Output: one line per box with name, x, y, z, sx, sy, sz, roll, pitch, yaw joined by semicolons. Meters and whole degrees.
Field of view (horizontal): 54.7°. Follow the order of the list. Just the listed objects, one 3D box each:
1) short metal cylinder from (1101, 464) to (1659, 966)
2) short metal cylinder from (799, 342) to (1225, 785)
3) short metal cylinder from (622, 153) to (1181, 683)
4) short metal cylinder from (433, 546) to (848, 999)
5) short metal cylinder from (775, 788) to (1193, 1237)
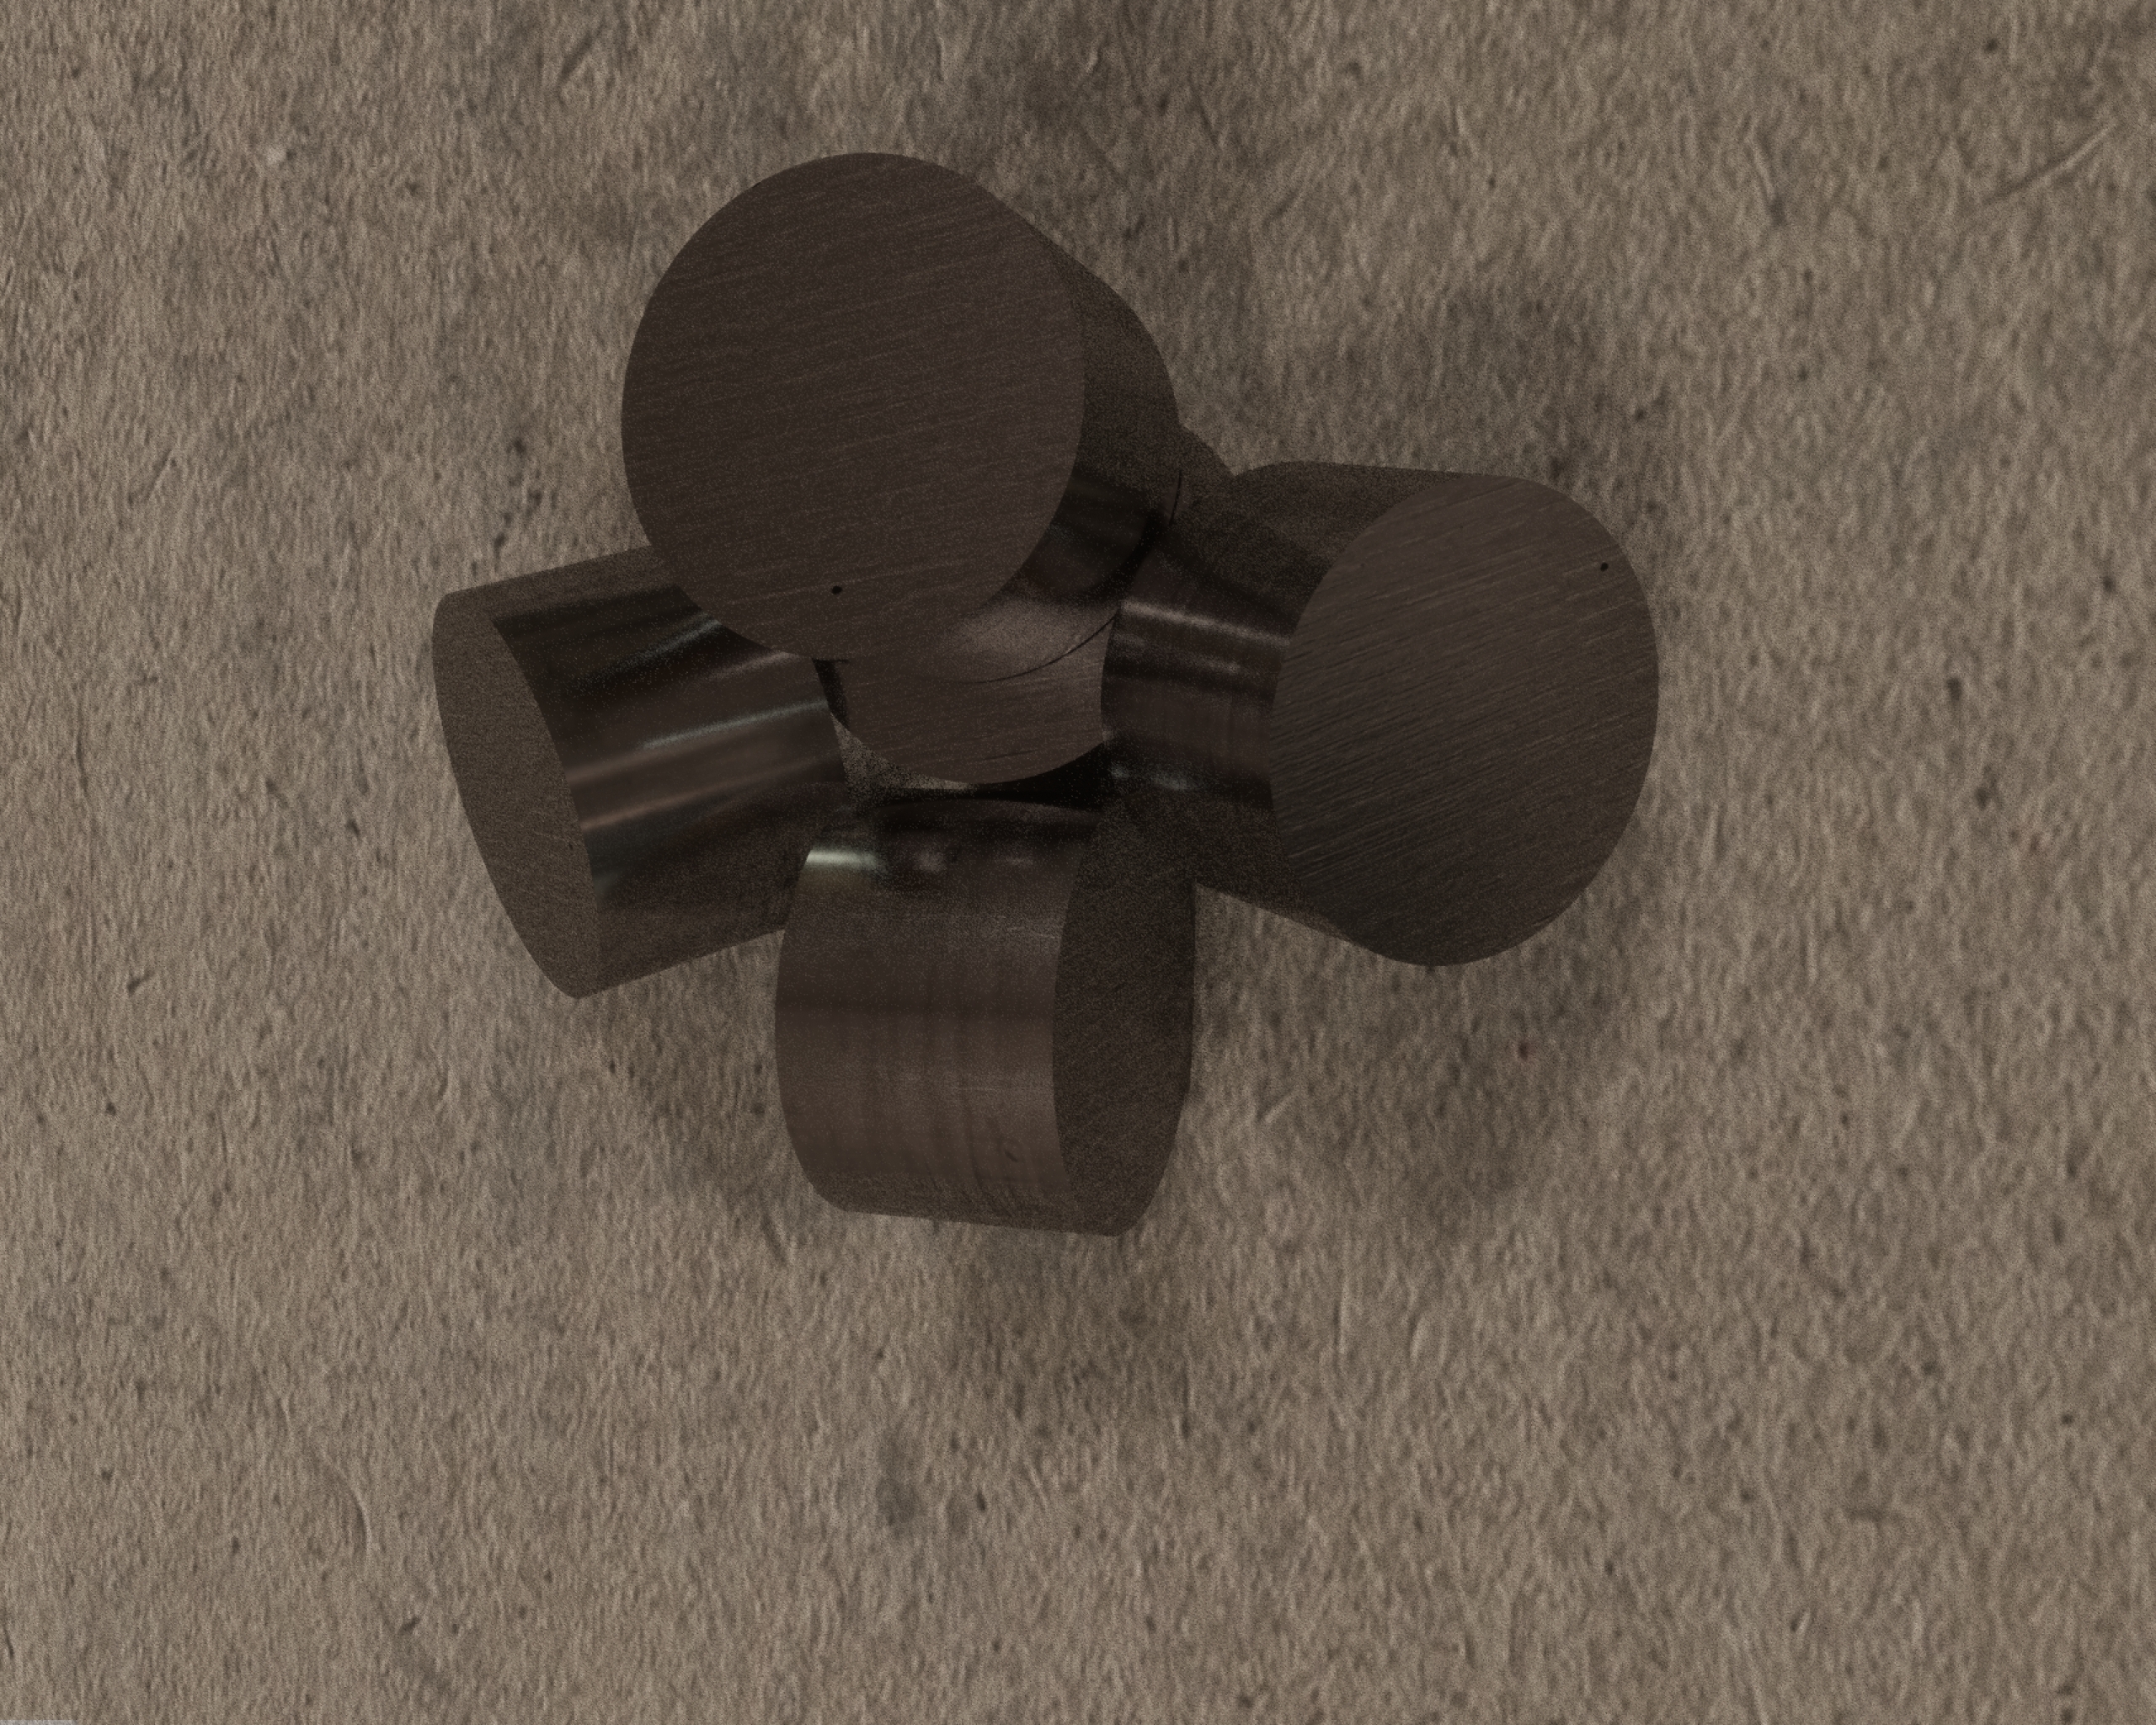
short metal cylinder;0.051;-0.027;0.356;0.050;0.081;0.079;22;99;57
short metal cylinder;-0.009;-0.054;0.399;0.080;0.050;0.079;0;90;19
short metal cylinder;-0.028;-0.072;0.352;0.080;0.050;0.079;0;90;19
short metal cylinder;-0.086;-0.019;0.405;0.080;0.050;0.079;39;139;45
short metal cylinder;-0.014;0.026;0.384;0.050;0.080;0.079;2;91;20
